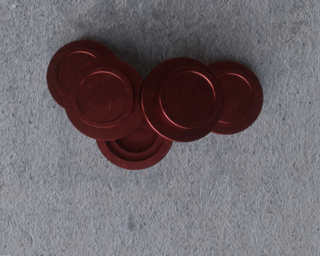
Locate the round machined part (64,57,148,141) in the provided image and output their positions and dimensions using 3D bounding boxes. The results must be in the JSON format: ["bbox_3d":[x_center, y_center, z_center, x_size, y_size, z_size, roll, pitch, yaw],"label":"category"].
[{"bbox_3d":[-0.063,-0.034,0.359,0.099,0.042,0.097,0,90,-1],"label":"round machined part"}]

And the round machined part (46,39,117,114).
[{"bbox_3d":[-0.098,-0.066,0.401,0.099,0.042,0.097,0,90,-1],"label":"round machined part"}]

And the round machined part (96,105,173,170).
[{"bbox_3d":[-0.031,0.003,0.402,0.099,0.042,0.097,0,90,-1],"label":"round machined part"}]

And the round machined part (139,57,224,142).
[{"bbox_3d":[0.028,-0.033,0.351,0.099,0.042,0.097,0,89,-14],"label":"round machined part"}]

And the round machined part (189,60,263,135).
[{"bbox_3d":[0.086,-0.040,0.403,0.099,0.042,0.097,0,90,-1],"label":"round machined part"}]
